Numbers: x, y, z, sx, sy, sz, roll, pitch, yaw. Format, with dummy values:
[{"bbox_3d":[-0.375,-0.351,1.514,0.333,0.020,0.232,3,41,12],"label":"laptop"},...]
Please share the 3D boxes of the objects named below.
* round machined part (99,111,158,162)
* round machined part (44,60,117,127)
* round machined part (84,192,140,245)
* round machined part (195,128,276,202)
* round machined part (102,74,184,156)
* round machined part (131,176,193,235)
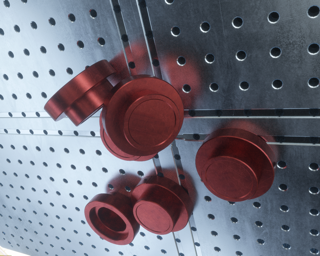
[{"bbox_3d":[-0.043,0.006,0.427,0.098,0.042,0.097,13,124,21],"label":"round machined part"},{"bbox_3d":[-0.091,-0.039,0.389,0.098,0.098,0.042,-33,100,38],"label":"round machined part"},{"bbox_3d":[-0.077,0.151,0.535,0.098,0.042,0.097,13,124,21],"label":"round machined part"},{"bbox_3d":[0.090,0.053,0.385,0.098,0.042,0.097,13,124,21],"label":"round machined part"},{"bbox_3d":[-0.016,-0.011,0.365,0.042,0.099,0.098,40,149,62],"label":"round machined part"},{"bbox_3d":[-0.002,0.125,0.480,0.098,0.042,0.097,13,124,21],"label":"round machined part"}]
